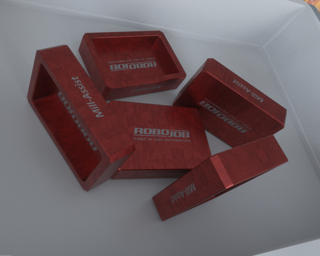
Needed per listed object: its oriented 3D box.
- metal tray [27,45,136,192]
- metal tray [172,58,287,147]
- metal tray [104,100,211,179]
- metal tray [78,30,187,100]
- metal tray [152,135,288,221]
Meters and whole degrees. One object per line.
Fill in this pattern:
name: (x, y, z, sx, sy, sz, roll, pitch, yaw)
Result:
metal tray: (-0.087, -0.008, 0.320, 0.030, 0.090, 0.130, -27, 77, -38)
metal tray: (0.094, -0.027, 0.430, 0.130, 0.090, 0.030, 33, 52, -7)
metal tray: (-0.002, 0.016, 0.389, 0.131, 0.030, 0.090, 3, 60, -27)
metal tray: (-0.036, -0.092, 0.438, 0.131, 0.030, 0.090, -14, 69, -34)
metal tray: (0.059, 0.057, 0.333, 0.091, 0.129, 0.030, -13, 69, -34)
